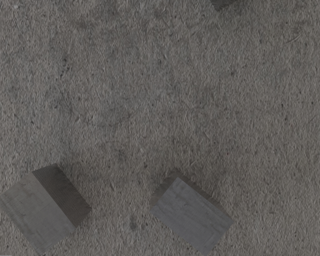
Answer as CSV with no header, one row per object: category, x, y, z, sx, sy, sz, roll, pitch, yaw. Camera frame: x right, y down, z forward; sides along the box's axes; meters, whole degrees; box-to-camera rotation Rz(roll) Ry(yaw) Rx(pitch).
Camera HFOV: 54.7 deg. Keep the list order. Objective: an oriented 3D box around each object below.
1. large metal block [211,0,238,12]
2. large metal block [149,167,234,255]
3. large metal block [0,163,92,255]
large metal block,0.092,-0.212,0.398,0.080,0.050,0.080,-30,90,0
large metal block,0.035,0.098,0.383,0.080,0.080,0.050,39,90,0
large metal block,-0.137,0.095,0.381,0.050,0.080,0.080,-38,90,0
